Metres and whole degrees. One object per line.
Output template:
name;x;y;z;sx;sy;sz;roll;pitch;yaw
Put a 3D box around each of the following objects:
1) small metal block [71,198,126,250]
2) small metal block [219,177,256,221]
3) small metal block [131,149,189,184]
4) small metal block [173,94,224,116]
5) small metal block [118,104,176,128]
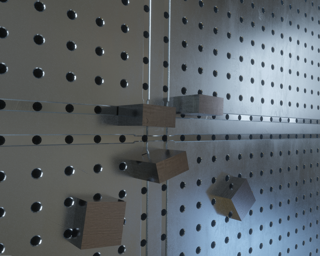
small metal block;-0.069;0.107;0.353;0.050;0.025;0.050;11;83;-40
small metal block;0.132;0.119;0.523;0.050;0.025;0.050;-42;116;-32
small metal block;0.000;0.047;0.395;0.050;0.050;0.025;-18;102;-39
small metal block;0.054;-0.031;0.441;0.050;0.050;0.025;3;88;-40
small metal block;-0.016;-0.014;0.381;0.050;0.050;0.025;3;88;-40
